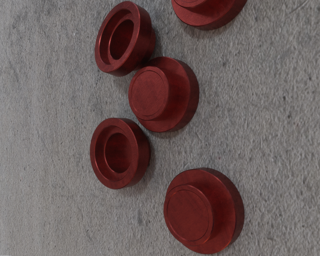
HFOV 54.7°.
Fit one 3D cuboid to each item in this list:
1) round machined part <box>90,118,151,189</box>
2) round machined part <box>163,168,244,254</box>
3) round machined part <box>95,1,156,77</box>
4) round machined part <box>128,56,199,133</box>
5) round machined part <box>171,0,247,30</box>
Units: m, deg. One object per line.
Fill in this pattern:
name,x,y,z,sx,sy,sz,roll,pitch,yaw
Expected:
round machined part,-0.051,0.034,0.437,0.098,0.042,0.097,0,90,40
round machined part,0.043,0.097,0.359,0.098,0.042,0.097,0,90,40
round machined part,-0.044,-0.116,0.422,0.098,0.042,0.098,-14,70,43
round machined part,-0.003,-0.043,0.396,0.098,0.042,0.097,0,90,40
round machined part,0.050,-0.165,0.352,0.098,0.042,0.097,0,90,40
